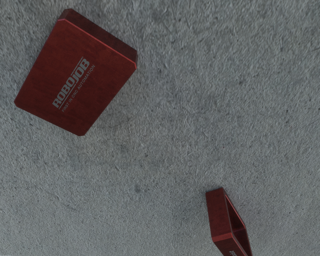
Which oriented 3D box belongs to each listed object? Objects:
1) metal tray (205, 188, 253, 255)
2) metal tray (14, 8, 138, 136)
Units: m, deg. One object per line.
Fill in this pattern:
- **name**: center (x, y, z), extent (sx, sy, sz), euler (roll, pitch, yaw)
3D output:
- **metal tray**: center (0.117, 0.171, 0.511), extent (0.030, 0.090, 0.130), euler (-21, 127, 17)
- **metal tray**: center (-0.097, -0.056, 0.355), extent (0.090, 0.030, 0.129), euler (29, 124, -23)
